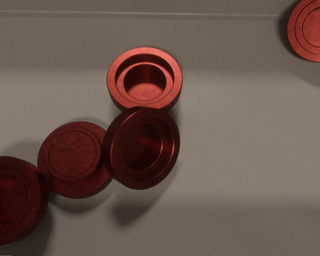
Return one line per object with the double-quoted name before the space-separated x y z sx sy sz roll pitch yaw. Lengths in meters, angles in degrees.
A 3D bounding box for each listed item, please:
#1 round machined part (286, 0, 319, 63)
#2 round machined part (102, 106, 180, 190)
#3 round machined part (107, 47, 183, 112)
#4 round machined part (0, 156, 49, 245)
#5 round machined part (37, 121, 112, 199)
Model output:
"round machined part" 0.232 -0.142 0.439 0.098 0.042 0.097 5 104 20
"round machined part" -0.026 0.021 0.374 0.042 0.098 0.098 16 64 50
"round machined part" -0.020 -0.057 0.420 0.099 0.042 0.098 0 68 -1
"round machined part" -0.177 0.084 0.363 0.099 0.042 0.098 -1 75 6
"round machined part" -0.104 0.037 0.386 0.099 0.042 0.098 0 70 -1
